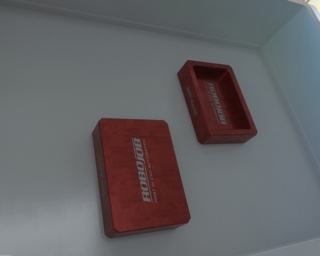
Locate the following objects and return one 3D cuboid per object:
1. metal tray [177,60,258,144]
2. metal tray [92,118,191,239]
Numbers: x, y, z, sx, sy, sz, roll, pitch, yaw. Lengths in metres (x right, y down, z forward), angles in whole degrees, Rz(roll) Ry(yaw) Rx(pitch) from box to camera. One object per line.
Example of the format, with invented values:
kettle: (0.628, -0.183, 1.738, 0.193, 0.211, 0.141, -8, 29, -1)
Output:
metal tray: (0.086, -0.040, 0.475, 0.091, 0.030, 0.130, 0, 62, -29)
metal tray: (-0.024, 0.053, 0.359, 0.091, 0.030, 0.130, 1, 61, -28)
